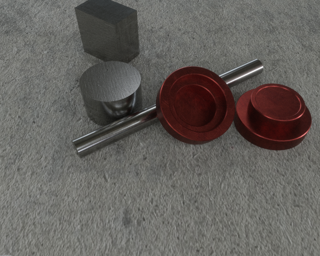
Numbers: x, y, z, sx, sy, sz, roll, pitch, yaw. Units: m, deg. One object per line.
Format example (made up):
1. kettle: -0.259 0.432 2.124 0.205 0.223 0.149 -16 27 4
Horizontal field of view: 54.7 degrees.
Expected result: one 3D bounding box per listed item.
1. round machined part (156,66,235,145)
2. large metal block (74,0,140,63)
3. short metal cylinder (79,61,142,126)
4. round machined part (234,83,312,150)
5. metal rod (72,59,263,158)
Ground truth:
1. round machined part: 0.042 -0.026 0.398 0.099 0.042 0.098 4 73 -14
2. large metal block: -0.082 -0.153 0.496 0.080 0.080 0.050 29 56 22
3. short metal cylinder: -0.065 -0.047 0.426 0.080 0.050 0.080 0 50 0
4. round machined part: 0.151 -0.022 0.412 0.099 0.042 0.098 0 50 0
5. metal rod: 0.025 -0.035 0.432 0.302 0.025 0.025 -26 55 -20
